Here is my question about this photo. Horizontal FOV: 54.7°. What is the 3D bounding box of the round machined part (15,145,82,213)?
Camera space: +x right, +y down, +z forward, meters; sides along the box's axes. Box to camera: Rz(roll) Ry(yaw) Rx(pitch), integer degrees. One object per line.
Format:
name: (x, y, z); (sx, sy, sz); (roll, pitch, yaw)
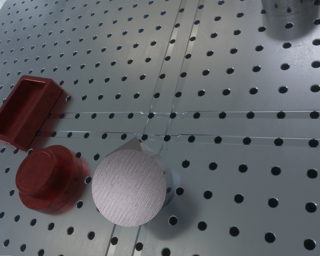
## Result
round machined part: (-0.164, 0.068, 0.443); (0.098, 0.042, 0.098); (-13, 56, 21)

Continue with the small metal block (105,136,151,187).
small metal block: (-0.037, 0.047, 0.399); (0.050, 0.025, 0.050); (-33, 51, 6)

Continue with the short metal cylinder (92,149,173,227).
short metal cylinder: (-0.028, 0.064, 0.347); (0.080, 0.050, 0.080); (-1, 85, 10)

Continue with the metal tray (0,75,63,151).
metal tray: (-0.242, -0.031, 0.550); (0.090, 0.030, 0.130); (12, 68, 33)

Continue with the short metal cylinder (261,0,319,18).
short metal cylinder: (0.175, -0.198, 0.422); (0.080, 0.050, 0.080); (-13, 56, 21)
